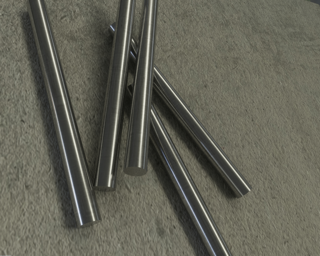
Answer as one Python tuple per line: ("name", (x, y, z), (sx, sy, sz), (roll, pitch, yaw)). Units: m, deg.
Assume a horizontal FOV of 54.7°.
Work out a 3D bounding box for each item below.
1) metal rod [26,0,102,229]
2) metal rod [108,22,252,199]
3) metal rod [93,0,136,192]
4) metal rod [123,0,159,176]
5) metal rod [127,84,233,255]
("metal rod", (-0.118, -0.035, 0.361), (0.025, 0.025, 0.299), (-7, 65, -31))
("metal rod", (0.023, -0.032, 0.435), (0.025, 0.025, 0.299), (-30, 78, -38))
("metal rod", (-0.053, -0.070, 0.396), (0.025, 0.025, 0.299), (13, 62, -21))
("metal rod", (-0.020, -0.080, 0.408), (0.025, 0.025, 0.300), (16, 55, -20))
("metal rod", (0.031, 0.073, 0.375), (0.025, 0.025, 0.299), (-16, 70, -34))
